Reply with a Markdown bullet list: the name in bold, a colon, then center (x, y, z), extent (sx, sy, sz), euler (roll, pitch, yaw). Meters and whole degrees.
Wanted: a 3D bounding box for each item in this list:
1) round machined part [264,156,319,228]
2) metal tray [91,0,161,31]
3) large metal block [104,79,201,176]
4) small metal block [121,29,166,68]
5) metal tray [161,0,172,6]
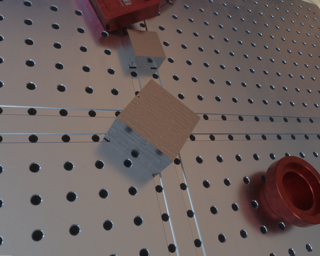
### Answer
- **round machined part**: center (0.189, 0.093, 0.442), extent (0.099, 0.042, 0.098), euler (14, 56, -21)
- **metal tray**: center (-0.067, -0.222, 0.482), extent (0.091, 0.030, 0.130), euler (-24, 74, -14)
- **large metal block**: center (-0.008, -0.001, 0.388), extent (0.080, 0.050, 0.080), euler (38, 51, -3)
- **small metal block**: center (-0.025, -0.120, 0.468), extent (0.050, 0.025, 0.050), euler (-5, 64, -30)
- **metal tray**: center (-0.026, -0.283, 0.563), extent (0.130, 0.030, 0.090), euler (43, 51, 1)
